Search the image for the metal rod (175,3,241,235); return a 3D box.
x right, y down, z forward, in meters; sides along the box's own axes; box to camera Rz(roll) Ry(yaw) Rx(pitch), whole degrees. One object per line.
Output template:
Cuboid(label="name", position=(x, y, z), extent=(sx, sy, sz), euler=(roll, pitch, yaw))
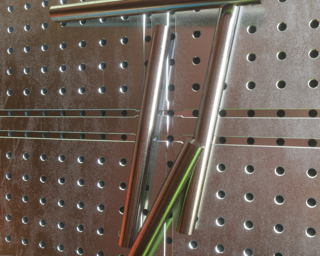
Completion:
Cuboid(label="metal rod", position=(0.060, -0.013, 0.391), extent=(0.025, 0.025, 0.298), euler=(12, 94, 19))

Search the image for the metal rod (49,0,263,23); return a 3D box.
Cuboid(label="metal rod", position=(-0.023, -0.161, 0.405), extent=(0.300, 0.025, 0.025), euler=(5, 92, 25))

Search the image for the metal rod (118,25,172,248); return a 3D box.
Cuboid(label="metal rod", position=(-0.021, 0.014, 0.420), extent=(0.025, 0.025, 0.298), euler=(11, 94, 20))

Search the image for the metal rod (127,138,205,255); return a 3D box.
Cuboid(label="metal rod", position=(-0.020, 0.148, 0.406), extent=(0.025, 0.025, 0.298), euler=(30, 105, 17))
